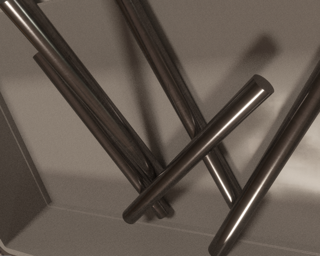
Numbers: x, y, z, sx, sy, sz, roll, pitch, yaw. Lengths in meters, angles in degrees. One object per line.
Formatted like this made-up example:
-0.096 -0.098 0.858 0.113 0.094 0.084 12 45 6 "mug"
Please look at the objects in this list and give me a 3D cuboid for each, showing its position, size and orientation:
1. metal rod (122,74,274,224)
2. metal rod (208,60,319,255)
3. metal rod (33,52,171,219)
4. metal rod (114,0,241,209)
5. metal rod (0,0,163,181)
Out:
0.026 0.048 0.389 0.025 0.025 0.298 40 129 1 "metal rod"
0.122 0.051 0.354 0.025 0.025 0.298 26 121 11 "metal rod"
-0.079 0.015 0.457 0.025 0.025 0.299 -28 104 37 "metal rod"
0.032 -0.023 0.376 0.025 0.025 0.299 -19 109 35 "metal rod"
-0.059 -0.017 0.349 0.025 0.025 0.300 -1 143 28 "metal rod"
